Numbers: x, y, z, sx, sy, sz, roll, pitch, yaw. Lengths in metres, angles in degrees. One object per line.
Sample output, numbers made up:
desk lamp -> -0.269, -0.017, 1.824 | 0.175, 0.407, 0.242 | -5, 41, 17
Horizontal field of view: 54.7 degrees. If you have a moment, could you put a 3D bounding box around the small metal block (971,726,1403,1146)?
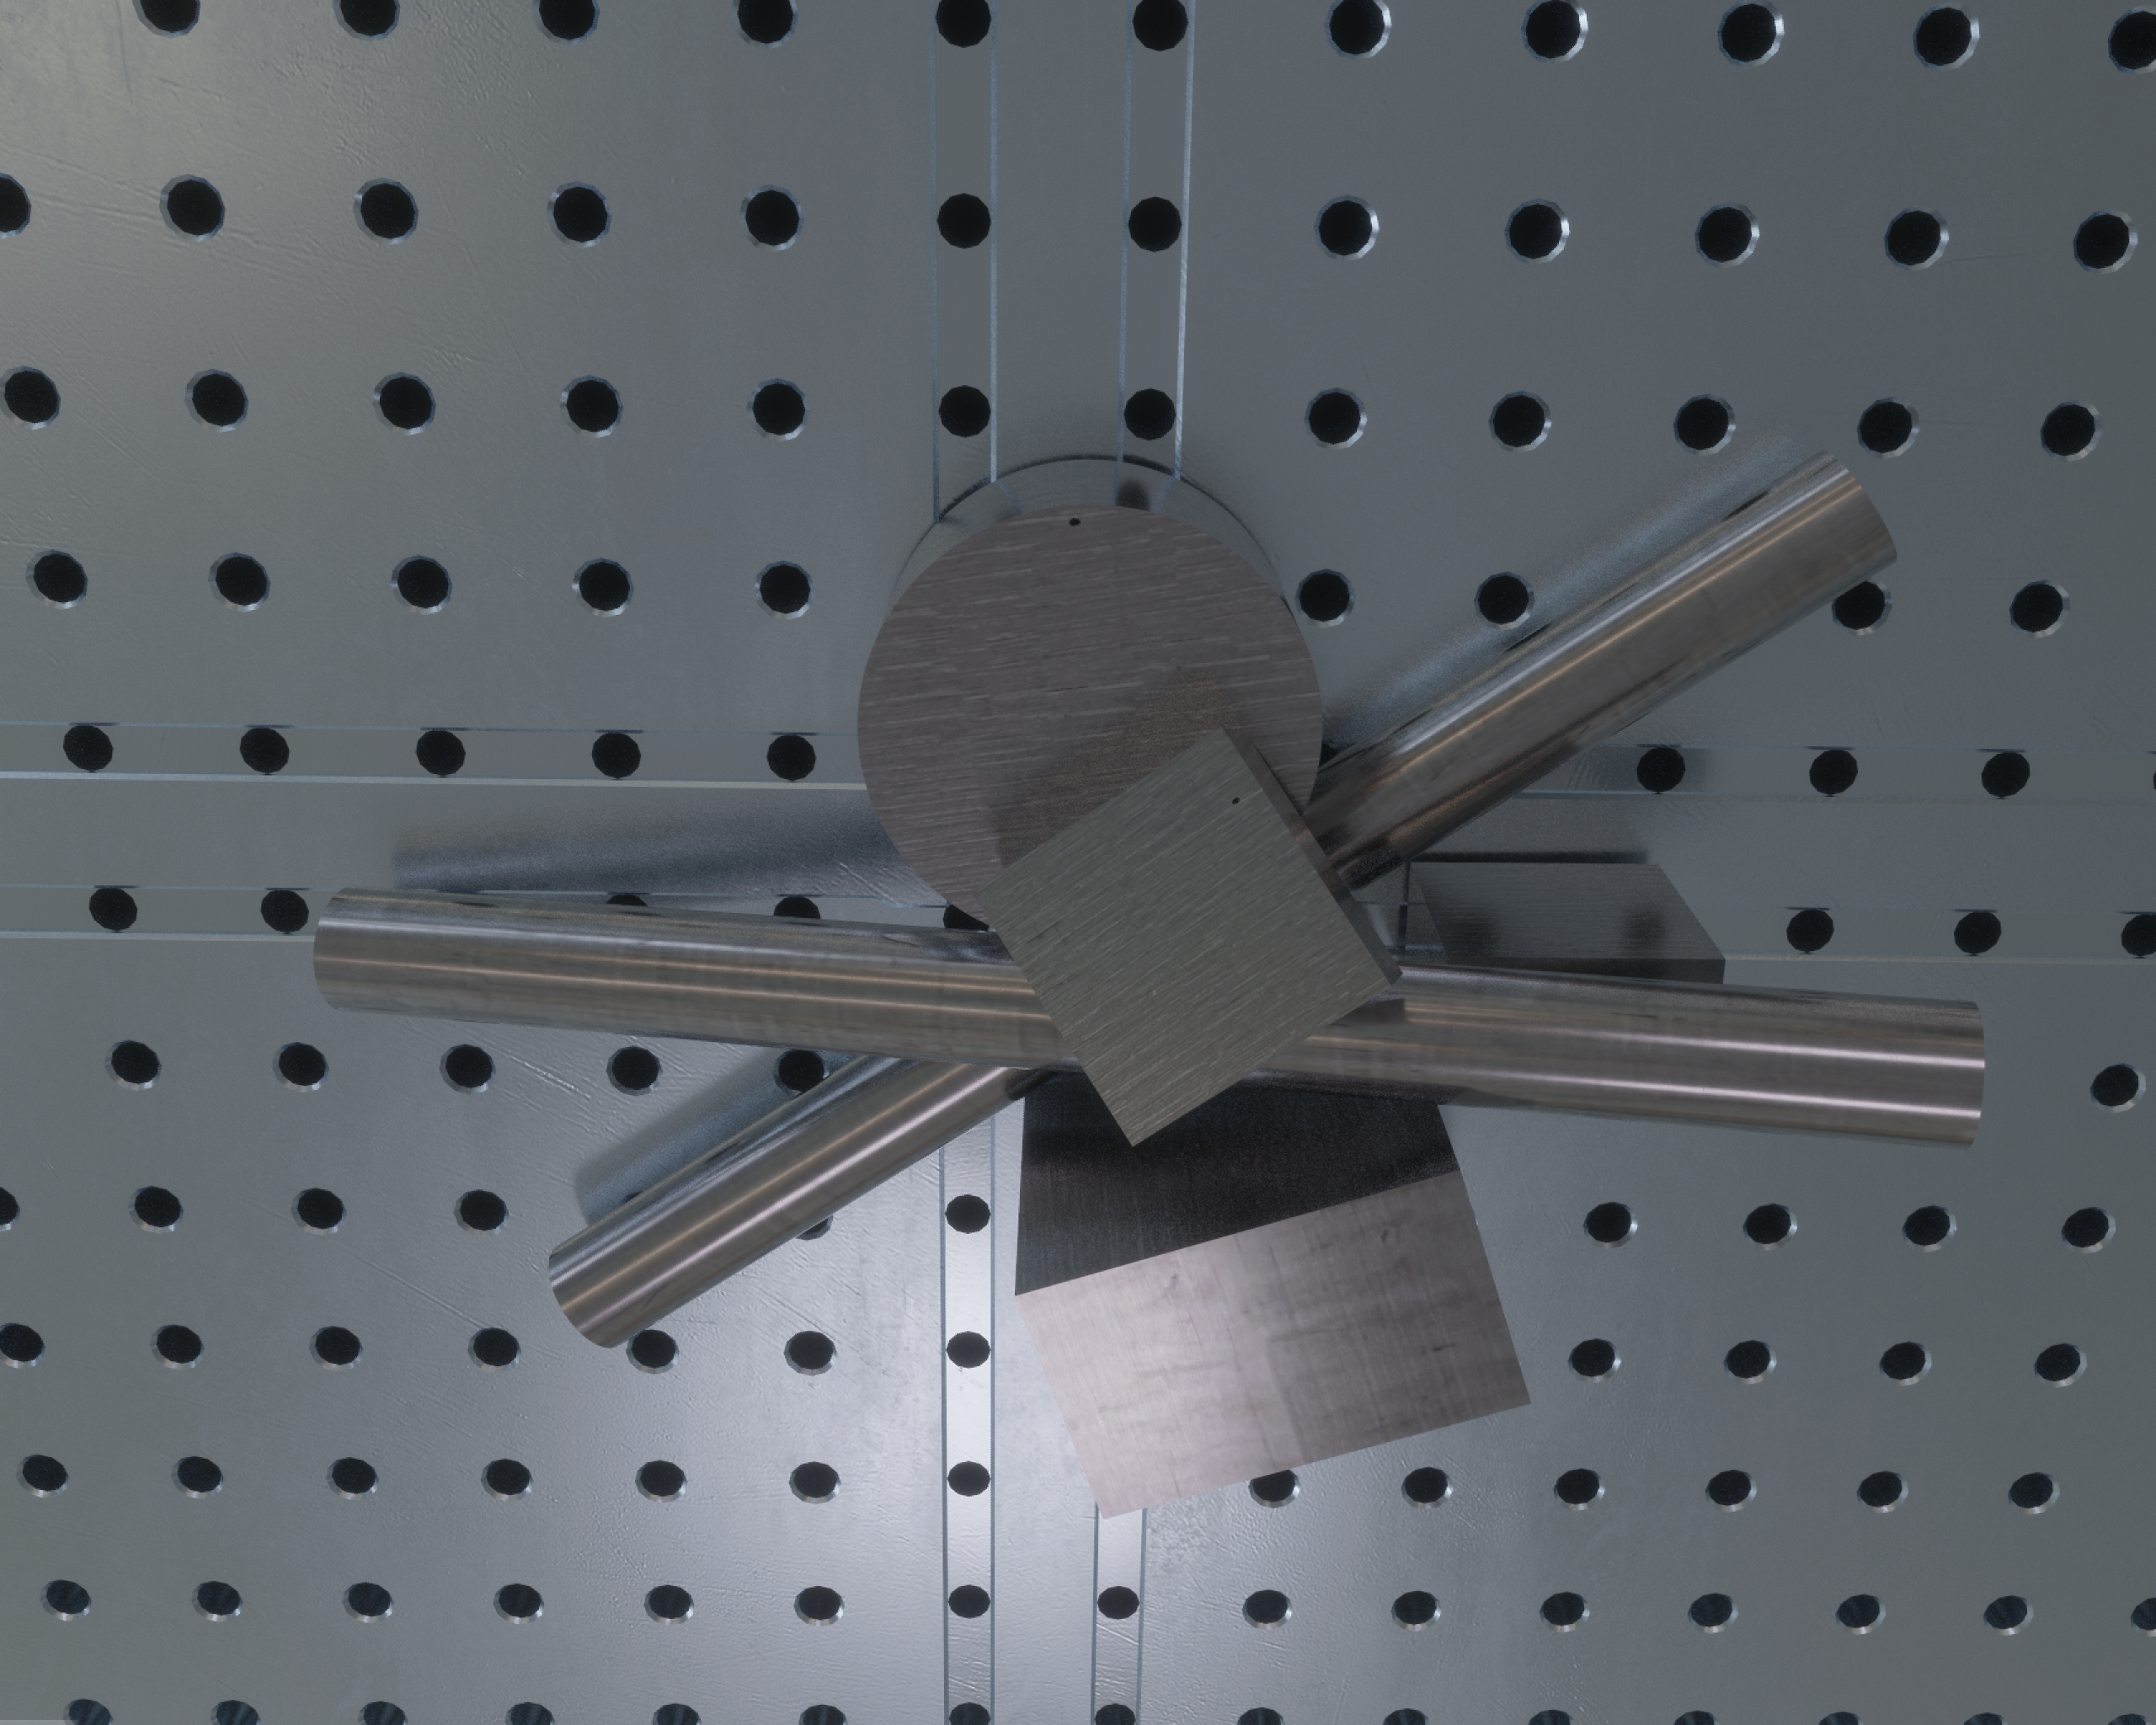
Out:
small metal block -> 0.019, 0.012, 0.352 | 0.050, 0.025, 0.050 | -34, 84, 11

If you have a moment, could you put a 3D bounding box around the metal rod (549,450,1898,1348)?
metal rod -> 0.020, 0.013, 0.415 | 0.300, 0.025, 0.025 | -32, 107, 11

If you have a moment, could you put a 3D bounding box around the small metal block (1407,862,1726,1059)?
small metal block -> 0.092, 0.020, 0.405 | 0.050, 0.050, 0.025 | 1, 110, 1

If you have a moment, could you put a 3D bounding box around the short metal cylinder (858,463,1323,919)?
short metal cylinder -> 0.002, -0.031, 0.385 | 0.081, 0.050, 0.079 | 0, 109, 0

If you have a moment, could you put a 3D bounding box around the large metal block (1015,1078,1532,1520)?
large metal block -> 0.035, 0.072, 0.406 | 0.080, 0.080, 0.050 | -17, 109, 6

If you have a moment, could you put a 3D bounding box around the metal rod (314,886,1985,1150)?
metal rod -> 0.003, 0.026, 0.382 | 0.301, 0.025, 0.025 | 4, 111, 12
